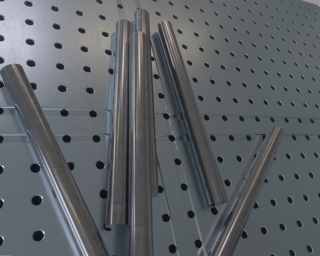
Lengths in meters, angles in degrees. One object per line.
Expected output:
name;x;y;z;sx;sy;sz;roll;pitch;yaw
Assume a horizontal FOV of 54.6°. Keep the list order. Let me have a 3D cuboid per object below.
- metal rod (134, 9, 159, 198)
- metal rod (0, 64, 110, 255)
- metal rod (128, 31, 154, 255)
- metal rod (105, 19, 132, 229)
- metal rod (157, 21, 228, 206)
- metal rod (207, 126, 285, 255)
metal rod;-0.022;-0.053;0.428;0.025;0.025;0.299;10;57;-23
metal rod;-0.099;0.060;0.318;0.025;0.025;0.299;-19;72;-35
metal rod;-0.025;0.002;0.367;0.025;0.025;0.299;11;58;-22
metal rod;-0.050;-0.027;0.397;0.025;0.025;0.299;11;57;-22
metal rod;0.040;-0.037;0.451;0.025;0.025;0.299;0;62;-28
metal rod;0.113;0.096;0.409;0.025;0.025;0.301;41;51;0
